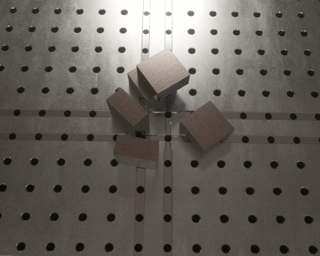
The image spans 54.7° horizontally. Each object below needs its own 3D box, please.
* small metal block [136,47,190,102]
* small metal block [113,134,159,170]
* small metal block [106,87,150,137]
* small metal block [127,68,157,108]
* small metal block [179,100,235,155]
[{"bbox_3d":[0.004,-0.071,0.411,0.050,0.025,0.050,-32,74,-12],"label":"small metal block"},{"bbox_3d":[-0.028,0.031,0.387,0.050,0.050,0.025,9,71,3],"label":"small metal block"},{"bbox_3d":[-0.041,-0.018,0.405,0.025,0.050,0.050,-43,76,-14],"label":"small metal block"},{"bbox_3d":[-0.010,-0.065,0.435,0.050,0.025,0.050,-32,73,-11],"label":"small metal block"},{"bbox_3d":[0.062,0.000,0.413,0.050,0.025,0.050,-34,74,-12],"label":"small metal block"}]
